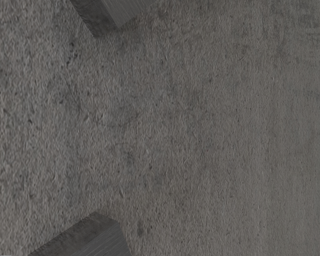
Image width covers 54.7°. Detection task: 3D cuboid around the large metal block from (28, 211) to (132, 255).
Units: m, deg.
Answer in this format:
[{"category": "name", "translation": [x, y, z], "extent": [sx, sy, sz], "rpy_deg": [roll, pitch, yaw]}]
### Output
[{"category": "large metal block", "translation": [-0.076, 0.149, 0.325], "extent": [0.081, 0.050, 0.080], "rpy_deg": [-29, 108, -36]}]

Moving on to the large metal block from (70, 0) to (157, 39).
[{"category": "large metal block", "translation": [-0.055, -0.159, 0.341], "extent": [0.080, 0.050, 0.080], "rpy_deg": [-48, 118, -29]}]
